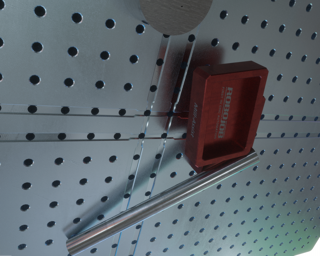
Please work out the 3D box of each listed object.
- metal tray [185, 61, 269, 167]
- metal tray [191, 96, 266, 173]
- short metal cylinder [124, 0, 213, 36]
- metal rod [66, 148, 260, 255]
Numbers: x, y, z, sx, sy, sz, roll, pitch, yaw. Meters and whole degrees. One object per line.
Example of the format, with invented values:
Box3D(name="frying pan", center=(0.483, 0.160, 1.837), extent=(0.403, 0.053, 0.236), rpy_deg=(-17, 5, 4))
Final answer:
Box3D(name="metal tray", center=(0.084, -0.017, 0.403), extent=(0.091, 0.030, 0.129), rpy_deg=(-11, 123, -23))
Box3D(name="metal tray", center=(0.101, 0.009, 0.469), extent=(0.091, 0.030, 0.129), rpy_deg=(-9, 122, -24))
Box3D(name="short metal cylinder", center=(0.007, -0.140, 0.312), extent=(0.081, 0.050, 0.079), rpy_deg=(-14, 124, -21))
Box3D(name="metal rod", center=(0.005, 0.106, 0.452), extent=(0.301, 0.025, 0.025), rpy_deg=(-27, 128, -2))
